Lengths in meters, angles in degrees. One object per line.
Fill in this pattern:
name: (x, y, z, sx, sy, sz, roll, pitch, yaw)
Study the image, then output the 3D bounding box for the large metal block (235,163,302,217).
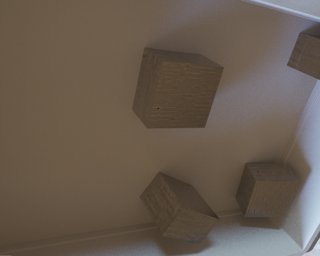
large metal block: (0.189, 0.110, 0.548, 0.081, 0.050, 0.079, 3, 119, -8)

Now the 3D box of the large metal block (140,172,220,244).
large metal block: (0.028, 0.119, 0.462, 0.080, 0.080, 0.050, 29, 103, -38)

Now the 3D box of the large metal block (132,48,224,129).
large metal block: (0.019, -0.047, 0.374, 0.081, 0.050, 0.079, -1, 119, -28)

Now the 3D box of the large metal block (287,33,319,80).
large metal block: (0.250, -0.099, 0.448, 0.081, 0.080, 0.050, -2, 119, -28)
